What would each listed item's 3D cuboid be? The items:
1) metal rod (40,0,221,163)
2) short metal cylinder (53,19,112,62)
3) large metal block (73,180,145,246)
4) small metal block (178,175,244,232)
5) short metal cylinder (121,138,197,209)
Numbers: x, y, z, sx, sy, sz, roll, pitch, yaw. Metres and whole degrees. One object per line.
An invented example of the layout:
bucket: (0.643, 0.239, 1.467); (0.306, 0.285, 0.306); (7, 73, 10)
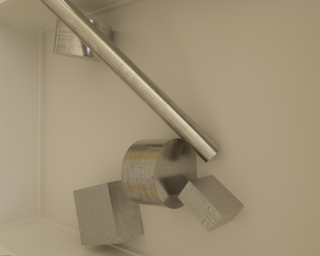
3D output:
metal rod: (-0.045, -0.074, 0.367); (0.300, 0.025, 0.025); (44, 119, 4)
short metal cylinder: (-0.115, -0.131, 0.463); (0.080, 0.081, 0.050); (14, 99, 39)
large metal block: (-0.076, 0.122, 0.451); (0.080, 0.050, 0.080); (-20, 78, 38)
small metal block: (0.057, 0.081, 0.343); (0.050, 0.050, 0.025); (45, 117, 30)
short metal cylinder: (0.001, 0.053, 0.369); (0.050, 0.081, 0.080); (-4, 88, 40)
